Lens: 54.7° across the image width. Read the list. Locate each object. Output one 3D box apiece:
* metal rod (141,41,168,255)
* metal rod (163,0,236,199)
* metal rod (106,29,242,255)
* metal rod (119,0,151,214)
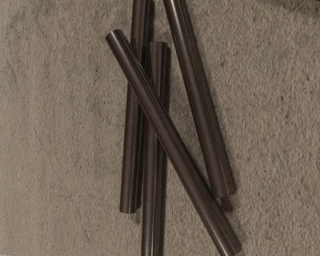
[{"bbox_3d":[-0.008,0.038,0.409,0.025,0.025,0.298,4,92,39],"label":"metal rod"},{"bbox_3d":[0.038,-0.067,0.371,0.025,0.025,0.299,-21,77,38],"label":"metal rod"},{"bbox_3d":[0.010,0.009,0.371,0.025,0.025,0.299,-37,75,34],"label":"metal rod"},{"bbox_3d":[-0.035,-0.031,0.431,0.025,0.025,0.298,7,94,39],"label":"metal rod"}]
